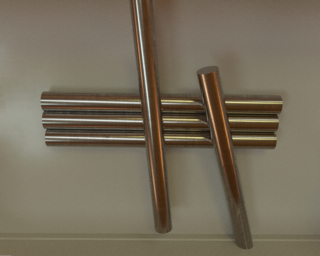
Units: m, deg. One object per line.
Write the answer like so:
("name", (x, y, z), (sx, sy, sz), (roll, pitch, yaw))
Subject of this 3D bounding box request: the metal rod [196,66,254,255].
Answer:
("metal rod", (0.093, 0.062, 0.413), (0.025, 0.025, 0.298), (-15, 117, 5))

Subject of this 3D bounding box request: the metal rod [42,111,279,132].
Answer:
("metal rod", (0.002, -0.009, 0.407), (0.302, 0.025, 0.025), (1, 110, -1))

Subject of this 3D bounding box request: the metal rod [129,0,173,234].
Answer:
("metal rod", (-0.008, 0.001, 0.383), (0.025, 0.025, 0.298), (-5, 110, 1))

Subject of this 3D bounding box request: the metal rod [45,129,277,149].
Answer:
("metal rod", (0.002, 0.014, 0.415), (0.302, 0.025, 0.025), (1, 110, -1))

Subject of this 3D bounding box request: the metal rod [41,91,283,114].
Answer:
("metal rod", (0.003, -0.032, 0.398), (0.302, 0.025, 0.025), (1, 110, -1))
